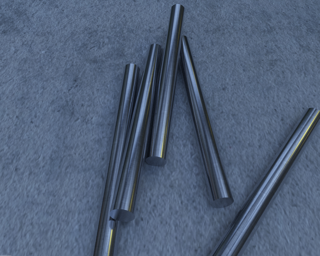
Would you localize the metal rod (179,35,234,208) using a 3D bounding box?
[{"bbox_3d":[0.052,-0.033,0.431,0.025,0.025,0.300,-4,50,-4],"label":"metal rod"}]

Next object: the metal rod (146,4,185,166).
[{"bbox_3d":[0.013,-0.083,0.454,0.025,0.025,0.300,6,56,4],"label":"metal rod"}]

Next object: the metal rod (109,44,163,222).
[{"bbox_3d":[-0.022,-0.021,0.406,0.025,0.025,0.300,5,46,3],"label":"metal rod"}]

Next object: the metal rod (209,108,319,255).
[{"bbox_3d":[0.115,0.073,0.343,0.025,0.025,0.301,31,56,23],"label":"metal rod"}]

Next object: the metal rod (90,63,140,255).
[{"bbox_3d":[-0.049,0.025,0.381,0.025,0.025,0.300,2,50,1],"label":"metal rod"}]
